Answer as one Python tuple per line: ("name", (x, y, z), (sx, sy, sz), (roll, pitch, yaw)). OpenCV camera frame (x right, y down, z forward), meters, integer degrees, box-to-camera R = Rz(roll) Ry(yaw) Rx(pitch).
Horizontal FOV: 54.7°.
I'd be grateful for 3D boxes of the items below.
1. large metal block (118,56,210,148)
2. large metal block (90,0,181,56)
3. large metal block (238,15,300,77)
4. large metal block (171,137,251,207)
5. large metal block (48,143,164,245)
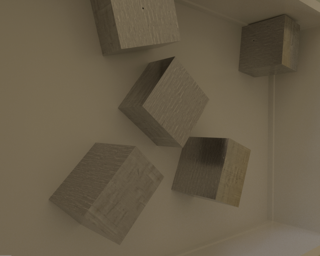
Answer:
("large metal block", (0.007, -0.031, 0.398), (0.080, 0.050, 0.080), (46, 62, -31))
("large metal block", (-0.029, -0.133, 0.361), (0.081, 0.050, 0.079), (-18, 102, -31))
("large metal block", (0.186, -0.136, 0.530), (0.050, 0.080, 0.080), (10, 84, -40))
("large metal block", (0.071, 0.059, 0.433), (0.050, 0.080, 0.080), (26, 74, -37))
("large metal block", (-0.056, 0.063, 0.325), (0.050, 0.080, 0.080), (51, 60, -28))
